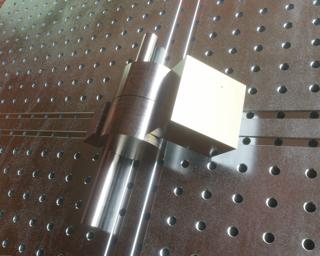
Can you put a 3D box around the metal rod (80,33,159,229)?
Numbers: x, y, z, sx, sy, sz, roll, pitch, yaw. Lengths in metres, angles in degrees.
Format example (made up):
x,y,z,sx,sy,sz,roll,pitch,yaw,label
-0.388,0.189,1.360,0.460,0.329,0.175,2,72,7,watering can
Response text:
x,y,z,sx,sy,sz,roll,pitch,yaw,label
-0.049,-0.013,0.436,0.025,0.025,0.300,1,62,28,metal rod

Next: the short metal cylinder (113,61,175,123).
x,y,z,sx,sy,sz,roll,pitch,yaw,label
-0.016,-0.042,0.402,0.080,0.080,0.050,1,62,28,short metal cylinder

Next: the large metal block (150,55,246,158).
x,y,z,sx,sy,sz,roll,pitch,yaw,label
0.044,-0.021,0.349,0.050,0.080,0.080,-32,39,59,large metal block

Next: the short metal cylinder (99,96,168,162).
x,y,z,sx,sy,sz,roll,pitch,yaw,label
-0.028,0.003,0.380,0.080,0.080,0.050,1,62,28,short metal cylinder

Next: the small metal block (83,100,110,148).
x,y,z,sx,sy,sz,roll,pitch,yaw,label
-0.080,-0.004,0.434,0.050,0.025,0.050,-29,41,56,small metal block
